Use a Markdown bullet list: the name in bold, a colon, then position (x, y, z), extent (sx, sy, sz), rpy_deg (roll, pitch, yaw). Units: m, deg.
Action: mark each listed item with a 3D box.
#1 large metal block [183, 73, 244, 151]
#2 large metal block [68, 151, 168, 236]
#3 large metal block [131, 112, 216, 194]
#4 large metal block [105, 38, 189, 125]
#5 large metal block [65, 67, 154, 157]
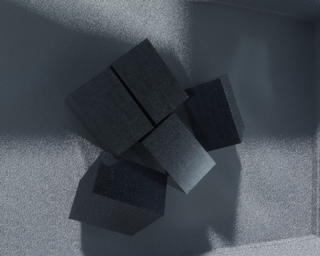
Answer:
- **large metal block**: position (0.071, -0.022, 0.400), extent (0.050, 0.080, 0.080), rpy_deg (-17, 98, 21)
- **large metal block**: position (-0.048, 0.079, 0.356), extent (0.080, 0.080, 0.050), rpy_deg (23, 48, -19)
- **large metal block**: position (0.009, 0.028, 0.384), extent (0.050, 0.080, 0.080), rpy_deg (-44, 104, -15)
- **large metal block**: position (-0.023, -0.051, 0.372), extent (0.050, 0.080, 0.080), rpy_deg (-41, 103, -16)
- **large metal block**: position (-0.062, -0.017, 0.358), extent (0.050, 0.080, 0.080), rpy_deg (-39, 103, -16)
